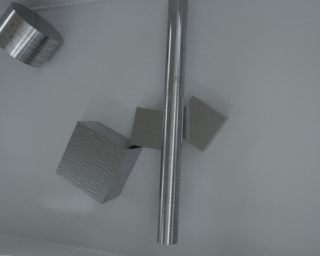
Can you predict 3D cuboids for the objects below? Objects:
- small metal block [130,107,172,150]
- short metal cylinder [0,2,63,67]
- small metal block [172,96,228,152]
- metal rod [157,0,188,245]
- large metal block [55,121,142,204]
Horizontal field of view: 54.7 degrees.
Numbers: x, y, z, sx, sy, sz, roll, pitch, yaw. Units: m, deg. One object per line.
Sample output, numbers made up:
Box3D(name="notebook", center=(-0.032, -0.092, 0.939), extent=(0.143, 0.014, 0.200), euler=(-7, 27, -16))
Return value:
Box3D(name="small metal block", center=(-0.008, 0.002, 0.410), extent=(0.050, 0.025, 0.050), euler=(10, 87, 19))
Box3D(name="short metal cylinder", center=(-0.190, -0.133, 0.447), extent=(0.050, 0.080, 0.080), euler=(-46, 76, 14))
Box3D(name="small metal block", center=(0.050, -0.006, 0.392), extent=(0.050, 0.025, 0.050), euler=(37, 101, 15))
Box3D(name="metal rod", center=(0.016, -0.014, 0.377), extent=(0.025, 0.025, 0.298), euler=(1, 86, 19))
Box3D(name="large metal block", center=(-0.083, 0.044, 0.425), extent=(0.080, 0.050, 0.080), euler=(28, 99, 17))
